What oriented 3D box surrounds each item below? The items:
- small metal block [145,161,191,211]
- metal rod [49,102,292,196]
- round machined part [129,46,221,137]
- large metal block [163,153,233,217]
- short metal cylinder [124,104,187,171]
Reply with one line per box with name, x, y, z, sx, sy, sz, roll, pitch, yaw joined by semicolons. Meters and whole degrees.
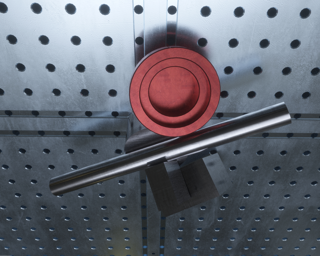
small metal block;0.010;0.068;0.373;0.025;0.050;0.050;-23;169;18
metal rod;0.000;0.031;0.371;0.301;0.025;0.025;-19;128;15
round machined part;0.015;-0.043;0.349;0.099;0.042;0.097;-2;108;-6
large metal block;0.046;0.077;0.431;0.080;0.050;0.080;-28;170;22
short metal cylinder;-0.004;0.013;0.406;0.081;0.050;0.079;0;130;0
